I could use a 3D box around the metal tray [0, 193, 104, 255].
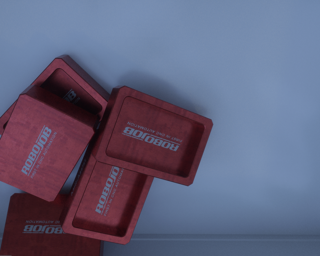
[{"bbox_3d":[-0.144,0.139,0.431,0.131,0.030,0.090,1,68,-1],"label":"metal tray"}]

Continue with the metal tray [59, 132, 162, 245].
[{"bbox_3d":[-0.062,0.076,0.399,0.091,0.030,0.129,22,87,-25],"label":"metal tray"}]

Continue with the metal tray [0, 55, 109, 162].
[{"bbox_3d":[-0.134,-0.018,0.400,0.130,0.030,0.090,-42,105,13],"label":"metal tray"}]

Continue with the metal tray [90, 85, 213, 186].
[{"bbox_3d":[-0.007,0.011,0.380,0.131,0.030,0.090,19,89,-24],"label":"metal tray"}]

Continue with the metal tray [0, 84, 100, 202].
[{"bbox_3d":[-0.145,0.023,0.381,0.090,0.030,0.129,29,114,-14],"label":"metal tray"}]
